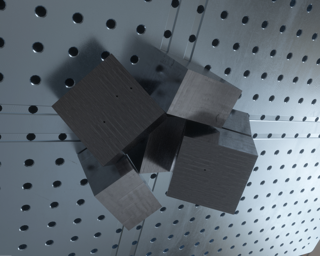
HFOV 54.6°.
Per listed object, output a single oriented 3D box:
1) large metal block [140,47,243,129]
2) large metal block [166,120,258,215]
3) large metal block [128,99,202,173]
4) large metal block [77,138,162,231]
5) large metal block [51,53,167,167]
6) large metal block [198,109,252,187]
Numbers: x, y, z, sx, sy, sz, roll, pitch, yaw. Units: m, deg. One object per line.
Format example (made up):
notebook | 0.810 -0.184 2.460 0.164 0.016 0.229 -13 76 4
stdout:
large metal block | 0.033 -0.047 0.364 0.081 0.080 0.050 14 111 -34
large metal block | 0.059 0.044 0.364 0.080 0.050 0.079 15 114 2
large metal block | 0.009 0.010 0.405 0.081 0.050 0.079 1 118 -29
large metal block | -0.051 0.066 0.386 0.050 0.080 0.080 -35 130 -6
large metal block | -0.050 -0.017 0.329 0.080 0.080 0.050 -42 174 0
large metal block | 0.085 0.022 0.424 0.050 0.080 0.079 17 114 6
